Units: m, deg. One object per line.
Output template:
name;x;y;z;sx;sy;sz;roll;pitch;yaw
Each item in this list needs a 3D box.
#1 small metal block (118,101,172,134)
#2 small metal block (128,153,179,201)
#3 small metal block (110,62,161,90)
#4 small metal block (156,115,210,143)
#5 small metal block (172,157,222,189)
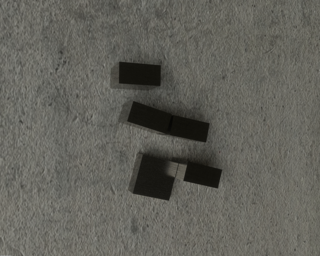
small metal block;-0.020;-0.012;0.388;0.050;0.050;0.025;18;84;-19
small metal block;-0.009;0.064;0.406;0.050;0.025;0.050;16;85;-20
small metal block;-0.031;-0.063;0.384;0.050;0.050;0.025;1;90;-20
small metal block;0.029;0.001;0.406;0.050;0.050;0.025;12;86;-20
small metal block;0.046;0.059;0.413;0.050;0.050;0.025;16;85;-20
